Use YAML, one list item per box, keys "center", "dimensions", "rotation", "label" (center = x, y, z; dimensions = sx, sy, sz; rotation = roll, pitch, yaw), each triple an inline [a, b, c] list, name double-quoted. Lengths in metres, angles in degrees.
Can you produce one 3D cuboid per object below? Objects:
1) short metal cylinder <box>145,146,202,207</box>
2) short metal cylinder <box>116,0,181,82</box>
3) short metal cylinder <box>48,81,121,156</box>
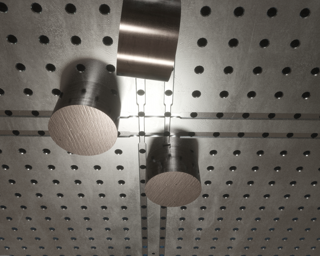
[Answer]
- center: [0.019, 0.072, 0.457]
  dimensions: [0.081, 0.050, 0.079]
  rotation: [0, 130, 0]
  label: "short metal cylinder"
- center: [-0.012, -0.088, 0.301]
  dimensions: [0.050, 0.080, 0.079]
  rotation: [7, 130, -6]
  label: "short metal cylinder"
- center: [-0.091, -0.011, 0.384]
  dimensions: [0.081, 0.050, 0.079]
  rotation: [0, 130, 0]
  label: "short metal cylinder"
